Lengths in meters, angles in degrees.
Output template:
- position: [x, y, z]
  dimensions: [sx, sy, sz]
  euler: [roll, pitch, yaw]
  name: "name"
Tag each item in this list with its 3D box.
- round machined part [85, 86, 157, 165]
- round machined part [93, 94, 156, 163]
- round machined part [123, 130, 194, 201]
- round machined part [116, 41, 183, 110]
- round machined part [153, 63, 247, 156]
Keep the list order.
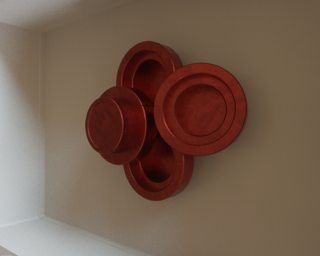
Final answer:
- position: [-0.054, -0.003, 0.379]
  dimensions: [0.098, 0.042, 0.097]
  euler: [0, 90, 39]
  name: "round machined part"
- position: [-0.056, 0.000, 0.435]
  dimensions: [0.098, 0.042, 0.097]
  euler: [0, 90, 39]
  name: "round machined part"
- position: [0.002, 0.039, 0.390]
  dimensions: [0.098, 0.042, 0.097]
  euler: [0, 90, 39]
  name: "round machined part"
- position: [-0.008, -0.058, 0.398]
  dimensions: [0.098, 0.042, 0.097]
  euler: [0, 90, 39]
  name: "round machined part"
- position: [0.046, -0.019, 0.340]
  dimensions: [0.098, 0.042, 0.097]
  euler: [-1, 87, 19]
  name: "round machined part"
